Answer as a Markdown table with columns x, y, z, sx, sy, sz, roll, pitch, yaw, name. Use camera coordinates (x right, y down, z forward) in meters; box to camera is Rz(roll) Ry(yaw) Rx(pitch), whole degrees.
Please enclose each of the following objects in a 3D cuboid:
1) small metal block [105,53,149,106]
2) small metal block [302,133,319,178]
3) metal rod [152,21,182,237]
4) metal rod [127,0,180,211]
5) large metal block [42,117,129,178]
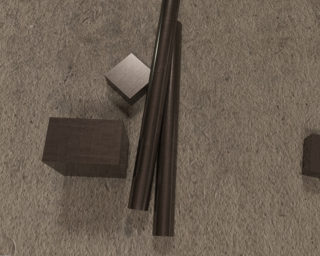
| x | y | z | sx | sy | sz | roll | pitch | yaw | name |
| --- | --- | --- | --- | --- | --- | --- | --- | --- | --- |
| -0.040 | -0.068 | 0.432 | 0.050 | 0.025 | 0.050 | 43 | 75 | 14 | small metal block |
| 0.214 | 0.039 | 0.397 | 0.050 | 0.025 | 0.050 | 12 | 70 | 4 | small metal block |
| 0.012 | -0.014 | 0.413 | 0.025 | 0.025 | 0.299 | 3 | 70 | 1 | metal rod |
| -0.004 | -0.047 | 0.403 | 0.025 | 0.025 | 0.299 | 8 | 78 | 2 | metal rod |
| -0.082 | 0.026 | 0.368 | 0.081 | 0.080 | 0.050 | 3 | 70 | 0 | large metal block |
